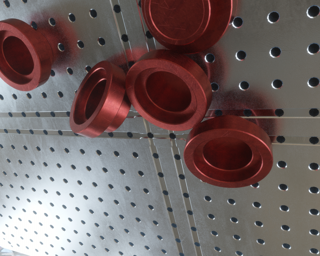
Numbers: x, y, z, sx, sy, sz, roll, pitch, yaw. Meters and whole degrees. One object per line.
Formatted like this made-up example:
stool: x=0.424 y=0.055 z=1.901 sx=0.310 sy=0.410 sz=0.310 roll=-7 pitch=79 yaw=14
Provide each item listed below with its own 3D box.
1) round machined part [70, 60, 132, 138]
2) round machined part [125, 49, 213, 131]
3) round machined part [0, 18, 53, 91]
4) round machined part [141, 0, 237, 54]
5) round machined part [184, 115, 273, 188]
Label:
round machined part: x=-0.072 y=-0.033 z=0.395 sx=0.042 sy=0.098 sz=0.098 roll=25 pitch=139 yaw=-35
round machined part: x=0.013 y=-0.047 z=0.357 sx=0.098 sy=0.042 sz=0.097 roll=17 pitch=137 yaw=17
round machined part: x=-0.192 y=-0.105 z=0.438 sx=0.098 sy=0.042 sz=0.097 roll=13 pitch=124 yaw=21
round machined part: x=0.024 y=-0.122 z=0.313 sx=0.098 sy=0.042 sz=0.097 roll=13 pitch=124 yaw=21
round machined part: x=0.079 y=0.023 z=0.362 sx=0.098 sy=0.042 sz=0.097 roll=8 pitch=134 yaw=9
